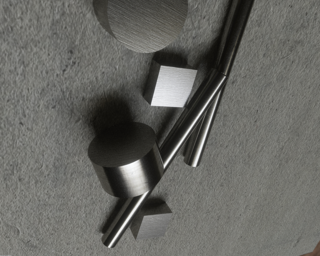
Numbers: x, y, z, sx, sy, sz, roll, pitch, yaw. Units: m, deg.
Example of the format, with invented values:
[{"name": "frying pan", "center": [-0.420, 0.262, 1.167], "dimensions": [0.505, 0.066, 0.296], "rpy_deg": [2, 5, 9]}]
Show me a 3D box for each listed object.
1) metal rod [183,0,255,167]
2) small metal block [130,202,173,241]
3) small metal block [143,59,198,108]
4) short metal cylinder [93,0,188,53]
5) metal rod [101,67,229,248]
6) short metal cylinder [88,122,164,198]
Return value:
[{"name": "metal rod", "center": [0.081, -0.080, 0.401], "dimensions": [0.025, 0.025, 0.298], "rpy_deg": [0, 119, -29]}, {"name": "small metal block", "center": [-0.014, 0.147, 0.490], "dimensions": [0.050, 0.025, 0.050], "rpy_deg": [3, 117, -30]}, {"name": "small metal block", "center": [0.012, -0.054, 0.380], "dimensions": [0.050, 0.025, 0.050], "rpy_deg": [1, 118, -29]}, {"name": "short metal cylinder", "center": [-0.020, -0.120, 0.305], "dimensions": [0.081, 0.050, 0.079], "rpy_deg": [-14, 124, -21]}, {"name": "metal rod", "center": [-0.002, 0.052, 0.425], "dimensions": [0.025, 0.025, 0.298], "rpy_deg": [19, 112, -36]}, {"name": "short metal cylinder", "center": [-0.039, 0.036, 0.372], "dimensions": [0.081, 0.080, 0.050], "rpy_deg": [-24, 127, -14]}]
